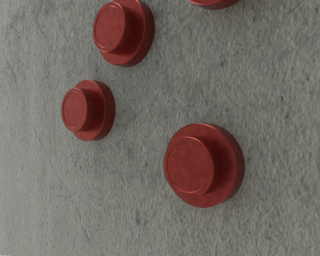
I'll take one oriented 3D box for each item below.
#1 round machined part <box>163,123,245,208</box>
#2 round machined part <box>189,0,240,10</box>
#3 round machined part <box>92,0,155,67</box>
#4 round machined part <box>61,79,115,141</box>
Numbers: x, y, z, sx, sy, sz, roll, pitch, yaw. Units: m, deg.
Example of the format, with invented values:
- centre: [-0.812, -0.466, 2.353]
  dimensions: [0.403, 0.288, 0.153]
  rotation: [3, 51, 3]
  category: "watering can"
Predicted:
- centre: [0.043, 0.043, 0.357]
  dimensions: [0.098, 0.042, 0.097]
  rotation: [0, 90, 39]
  category: "round machined part"
- centre: [0.069, -0.178, 0.336]
  dimensions: [0.098, 0.042, 0.097]
  rotation: [0, 90, 39]
  category: "round machined part"
- centre: [-0.058, -0.138, 0.440]
  dimensions: [0.098, 0.042, 0.097]
  rotation: [0, 90, 39]
  category: "round machined part"
- centre: [-0.119, -0.028, 0.490]
  dimensions: [0.098, 0.042, 0.097]
  rotation: [0, 90, 39]
  category: "round machined part"
